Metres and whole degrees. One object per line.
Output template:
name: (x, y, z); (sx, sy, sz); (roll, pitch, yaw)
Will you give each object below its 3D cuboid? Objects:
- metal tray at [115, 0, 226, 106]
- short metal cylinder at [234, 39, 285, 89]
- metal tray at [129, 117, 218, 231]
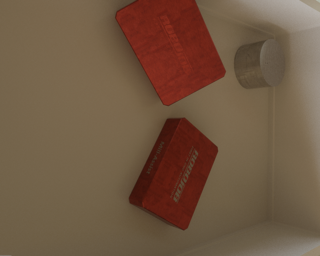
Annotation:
metal tray: (0.015, -0.104, 0.385); (0.090, 0.030, 0.130); (-28, 113, 4)
short metal cylinder: (0.174, -0.110, 0.539); (0.081, 0.050, 0.079); (0, 90, -40)
metal tray: (0.024, 0.062, 0.426); (0.090, 0.030, 0.130); (40, 66, -33)
